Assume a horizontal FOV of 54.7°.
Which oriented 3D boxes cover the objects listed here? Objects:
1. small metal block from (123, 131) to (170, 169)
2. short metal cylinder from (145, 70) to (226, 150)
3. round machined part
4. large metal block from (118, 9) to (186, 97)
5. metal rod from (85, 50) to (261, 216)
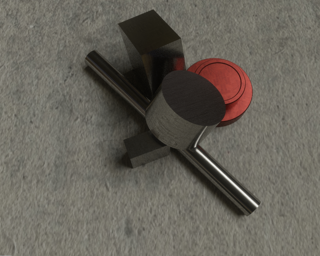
[{"bbox_3d":[-0.016,0.025,0.387,0.050,0.050,0.025,-20,71,-8],"label":"small metal block"},{"bbox_3d":[0.029,-0.021,0.365,0.081,0.050,0.080,14,51,-18],"label":"short metal cylinder"},{"bbox_3d":[0.077,-0.054,0.420,0.099,0.042,0.098,0,70,-1],"label":"round machined part"},{"bbox_3d":[-0.007,-0.093,0.403,0.050,0.080,0.080,-26,50,-8],"label":"large metal block"},{"bbox_3d":[0.008,-0.002,0.411,0.300,0.025,0.025,43,75,14],"label":"metal rod"}]
